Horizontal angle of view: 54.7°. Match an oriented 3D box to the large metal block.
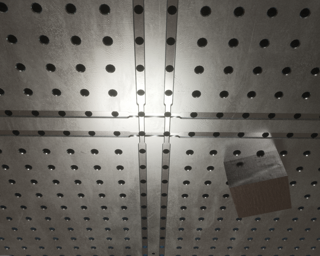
[{"bbox_3d":[0.149,0.087,0.472,0.080,0.050,0.080,-15,129,12],"label":"large metal block"}]
